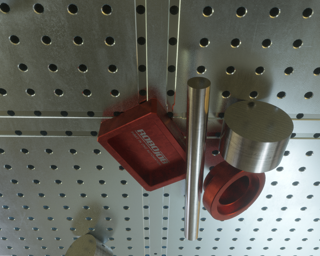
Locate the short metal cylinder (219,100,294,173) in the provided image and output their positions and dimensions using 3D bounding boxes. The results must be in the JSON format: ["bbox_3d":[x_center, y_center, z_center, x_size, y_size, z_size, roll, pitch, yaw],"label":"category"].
[{"bbox_3d":[0.117,0.009,0.384,0.081,0.080,0.050,1,130,-1],"label":"short metal cylinder"}]

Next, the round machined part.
[{"bbox_3d":[0.103,0.085,0.457,0.099,0.042,0.097,-17,129,-22],"label":"round machined part"}]

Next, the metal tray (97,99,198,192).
[{"bbox_3d":[-0.012,0.030,0.433,0.090,0.030,0.130,-24,126,19],"label":"metal tray"}]

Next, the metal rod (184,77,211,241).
[{"bbox_3d":[0.047,0.065,0.427,0.025,0.025,0.298,-2,130,1],"label":"metal rod"}]

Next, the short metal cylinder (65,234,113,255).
[{"bbox_3d":[-0.136,0.251,0.588,0.080,0.080,0.050,-26,126,20],"label":"short metal cylinder"}]
